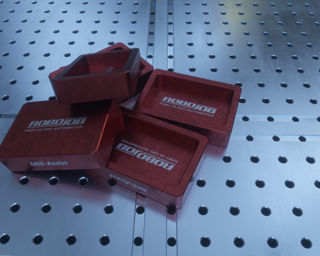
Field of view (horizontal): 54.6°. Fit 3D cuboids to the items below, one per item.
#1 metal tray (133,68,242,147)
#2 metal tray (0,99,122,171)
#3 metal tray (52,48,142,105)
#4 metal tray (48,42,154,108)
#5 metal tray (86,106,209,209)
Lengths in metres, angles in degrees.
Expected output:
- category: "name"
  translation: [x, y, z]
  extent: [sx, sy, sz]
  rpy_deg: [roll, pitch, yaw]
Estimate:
- category: "metal tray"
  translation: [0.039, -0.032, 0.430]
  extent: [0.130, 0.030, 0.090]
  rpy_deg: [14, 52, 11]
- category: "metal tray"
  translation: [-0.120, 0.005, 0.377]
  extent: [0.130, 0.030, 0.090]
  rpy_deg: [-4, 49, 15]
- category: "metal tray"
  translation: [-0.075, -0.073, 0.410]
  extent: [0.090, 0.030, 0.130]
  rpy_deg: [-6, 26, 5]
- category: "metal tray"
  translation: [-0.085, -0.074, 0.465]
  extent: [0.131, 0.030, 0.090]
  rpy_deg: [-32, 56, -24]
- category: "metal tray"
  translation: [-0.017, 0.031, 0.377]
  extent: [0.130, 0.030, 0.090]
  rpy_deg: [20, 53, 16]
